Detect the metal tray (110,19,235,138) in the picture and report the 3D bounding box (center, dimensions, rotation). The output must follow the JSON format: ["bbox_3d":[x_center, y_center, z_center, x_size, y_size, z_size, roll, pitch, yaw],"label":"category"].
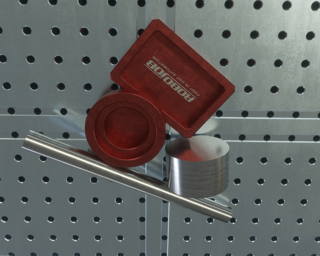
[{"bbox_3d":[0.016,-0.060,0.388,0.130,0.030,0.090,38,105,-13],"label":"metal tray"}]

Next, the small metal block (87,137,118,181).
[{"bbox_3d":[-0.076,0.040,0.427,0.050,0.025,0.050,27,108,-10],"label":"small metal block"}]

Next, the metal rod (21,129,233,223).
[{"bbox_3d":[-0.030,0.072,0.418,0.302,0.025,0.025,24,108,-18],"label":"metal rod"}]

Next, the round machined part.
[{"bbox_3d":[-0.041,-0.002,0.394,0.099,0.042,0.097,0,110,1],"label":"round machined part"}]

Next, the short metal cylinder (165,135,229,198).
[{"bbox_3d":[0.048,0.047,0.401,0.081,0.080,0.050,-4,110,1],"label":"short metal cylinder"}]
